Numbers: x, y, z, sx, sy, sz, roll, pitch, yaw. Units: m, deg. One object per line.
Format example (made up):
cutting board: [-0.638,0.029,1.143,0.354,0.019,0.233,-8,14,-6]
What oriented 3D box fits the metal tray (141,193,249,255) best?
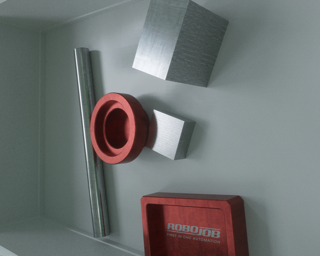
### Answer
metal tray: [0.037,0.126,0.371,0.130,0.030,0.089,-8,85,39]

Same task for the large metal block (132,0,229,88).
large metal block: [0.024,-0.095,0.349,0.050,0.081,0.079,27,107,36]

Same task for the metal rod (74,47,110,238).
metal rod: [-0.109,0.019,0.494,0.025,0.025,0.298,-13,82,39]

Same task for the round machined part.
round machined part: [-0.052,0.001,0.434,0.098,0.042,0.097,0,89,43]

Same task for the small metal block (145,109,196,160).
small metal block: [0.012,0.008,0.395,0.050,0.025,0.050,23,105,37]
